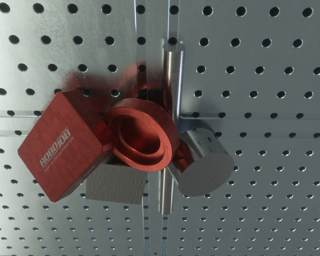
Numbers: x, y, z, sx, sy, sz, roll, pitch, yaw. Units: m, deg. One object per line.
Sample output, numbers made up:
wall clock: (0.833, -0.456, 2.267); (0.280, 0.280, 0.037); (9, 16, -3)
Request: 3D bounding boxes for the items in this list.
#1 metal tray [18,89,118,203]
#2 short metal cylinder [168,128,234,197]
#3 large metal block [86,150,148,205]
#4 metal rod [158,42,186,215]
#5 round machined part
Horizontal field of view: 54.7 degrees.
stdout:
metal tray: (-0.122, 0.025, 0.396); (0.129, 0.030, 0.090); (-44, 80, 30)
short metal cylinder: (0.052, 0.047, 0.418); (0.081, 0.050, 0.079); (-14, 132, -15)
large metal block: (-0.061, 0.063, 0.448); (0.081, 0.050, 0.079); (8, 130, -7)
metal rod: (0.013, 0.025, 0.434); (0.025, 0.025, 0.298); (1, 130, -1)
round machined part: (-0.020, 0.004, 0.387); (0.098, 0.042, 0.097); (16, 132, 19)
